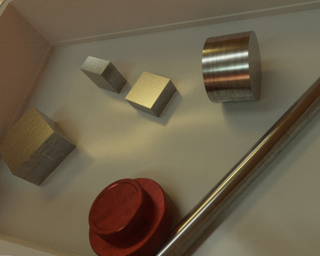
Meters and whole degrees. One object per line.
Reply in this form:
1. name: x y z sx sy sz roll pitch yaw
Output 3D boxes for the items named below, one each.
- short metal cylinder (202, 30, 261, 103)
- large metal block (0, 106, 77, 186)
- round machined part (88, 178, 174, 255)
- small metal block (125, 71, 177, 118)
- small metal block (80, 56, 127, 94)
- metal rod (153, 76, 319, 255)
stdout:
1. short metal cylinder: 0.087 -0.071 0.367 0.050 0.080 0.080 -2 61 27
2. large metal block: -0.188 0.026 0.470 0.080 0.050 0.080 -47 52 -5
3. round machined part: -0.038 0.095 0.339 0.098 0.042 0.098 -22 37 18
4. small metal block: -0.013 -0.048 0.441 0.050 0.025 0.050 23 74 36
5. small metal block: -0.088 -0.083 0.485 0.050 0.050 0.025 21 73 35
6. metal rod: 0.099 0.038 0.330 0.300 0.025 0.025 -45 51 -4
